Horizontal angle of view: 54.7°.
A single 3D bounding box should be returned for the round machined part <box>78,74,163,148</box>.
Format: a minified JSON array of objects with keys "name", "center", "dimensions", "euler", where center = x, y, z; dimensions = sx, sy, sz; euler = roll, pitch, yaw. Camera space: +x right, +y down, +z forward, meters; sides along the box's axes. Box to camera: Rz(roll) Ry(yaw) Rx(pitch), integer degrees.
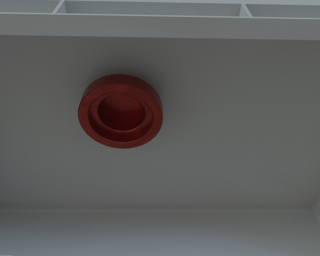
[{"name":"round machined part","center":[-0.046,-0.024,0.377],"dimensions":[0.099,0.042,0.097],"euler":[-1,130,0]}]
